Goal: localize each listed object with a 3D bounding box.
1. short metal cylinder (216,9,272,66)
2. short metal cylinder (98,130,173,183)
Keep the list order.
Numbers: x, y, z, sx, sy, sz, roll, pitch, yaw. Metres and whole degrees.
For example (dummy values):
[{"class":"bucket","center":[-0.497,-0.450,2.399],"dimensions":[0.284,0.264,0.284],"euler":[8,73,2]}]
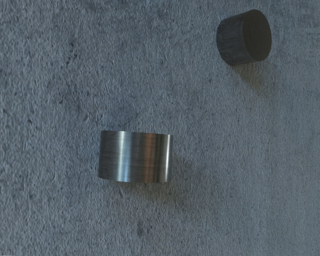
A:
[{"class":"short metal cylinder","center":[0.137,-0.145,0.503],"dimensions":[0.081,0.050,0.080],"euler":[0,90,-40]},{"class":"short metal cylinder","center":[-0.027,0.031,0.346],"dimensions":[0.081,0.080,0.050],"euler":[6,86,-40]}]
